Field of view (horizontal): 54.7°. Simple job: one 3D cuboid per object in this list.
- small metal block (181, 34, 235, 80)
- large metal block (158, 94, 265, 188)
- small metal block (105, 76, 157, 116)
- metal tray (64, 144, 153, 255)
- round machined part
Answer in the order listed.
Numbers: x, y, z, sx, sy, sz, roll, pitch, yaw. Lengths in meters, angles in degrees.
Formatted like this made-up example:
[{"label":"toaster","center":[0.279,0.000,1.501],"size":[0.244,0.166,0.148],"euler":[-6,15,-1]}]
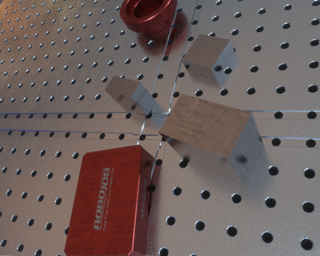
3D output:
[{"label":"small metal block","center":[0.067,-0.101,0.434],"size":[0.050,0.025,0.050],"euler":[25,75,36]},{"label":"large metal block","center":[0.058,0.014,0.333],"size":[0.080,0.080,0.050],"euler":[20,73,35]},{"label":"small metal block","center":[-0.041,-0.045,0.440],"size":[0.050,0.050,0.025],"euler":[18,71,34]},{"label":"metal tray","center":[-0.060,0.090,0.380],"size":[0.090,0.030,0.130],"euler":[-10,57,22]},{"label":"round machined part","center":[-0.015,-0.199,0.526],"size":[0.098,0.042,0.098],"euler":[-13,56,20]}]
